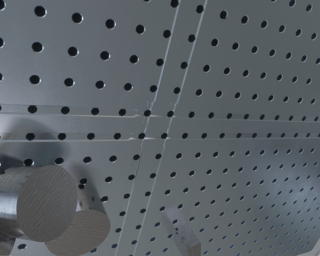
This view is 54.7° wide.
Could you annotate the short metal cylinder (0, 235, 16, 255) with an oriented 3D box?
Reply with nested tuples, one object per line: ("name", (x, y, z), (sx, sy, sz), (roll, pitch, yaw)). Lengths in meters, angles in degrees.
("short metal cylinder", (-0.209, 0.126, 0.339), (0.080, 0.080, 0.050), (-37, 129, -4))

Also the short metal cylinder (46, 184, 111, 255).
("short metal cylinder", (-0.112, 0.122, 0.409), (0.081, 0.050, 0.079), (-14, 124, -21))

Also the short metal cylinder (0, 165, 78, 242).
("short metal cylinder", (-0.139, 0.081, 0.342), (0.080, 0.050, 0.080), (14, 74, -59))

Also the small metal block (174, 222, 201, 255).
("small metal block", (0.049, 0.205, 0.548), (0.025, 0.050, 0.050), (-18, 126, -18))
